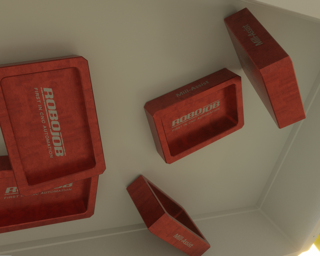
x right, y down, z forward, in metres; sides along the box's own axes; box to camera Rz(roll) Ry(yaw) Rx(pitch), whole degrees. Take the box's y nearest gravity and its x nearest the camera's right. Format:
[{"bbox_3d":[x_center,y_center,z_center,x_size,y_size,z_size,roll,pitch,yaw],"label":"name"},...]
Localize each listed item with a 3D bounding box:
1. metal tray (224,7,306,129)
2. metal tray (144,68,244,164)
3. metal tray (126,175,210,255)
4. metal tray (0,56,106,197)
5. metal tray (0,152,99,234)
[{"bbox_3d":[0.119,-0.072,0.361,0.030,0.130,0.090,-25,131,13],"label":"metal tray"},{"bbox_3d":[0.051,-0.016,0.425,0.131,0.030,0.090,-25,128,-13],"label":"metal tray"},{"bbox_3d":[0.014,0.132,0.457,0.030,0.090,0.130,-43,130,1],"label":"metal tray"},{"bbox_3d":[-0.112,-0.004,0.319,0.091,0.030,0.129,-15,111,-24],"label":"metal tray"},{"bbox_3d":[-0.144,0.075,0.374,0.131,0.030,0.089,-3,120,-28],"label":"metal tray"}]
